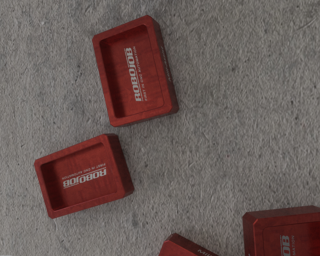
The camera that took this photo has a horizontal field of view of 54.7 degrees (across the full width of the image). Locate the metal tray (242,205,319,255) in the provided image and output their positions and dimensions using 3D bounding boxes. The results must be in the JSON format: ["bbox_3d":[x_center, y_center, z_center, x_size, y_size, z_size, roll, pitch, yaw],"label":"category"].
[{"bbox_3d":[0.142,0.155,0.335,0.091,0.030,0.129,-4,89,-8],"label":"metal tray"}]

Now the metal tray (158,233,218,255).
[{"bbox_3d":[0.053,0.204,0.387,0.130,0.030,0.089,23,97,18],"label":"metal tray"}]

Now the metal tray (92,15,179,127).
[{"bbox_3d":[-0.034,-0.073,0.418,0.090,0.030,0.129,-14,85,19],"label":"metal tray"}]

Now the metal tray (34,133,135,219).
[{"bbox_3d":[-0.111,0.069,0.445,0.130,0.030,0.090,-20,83,18],"label":"metal tray"}]
